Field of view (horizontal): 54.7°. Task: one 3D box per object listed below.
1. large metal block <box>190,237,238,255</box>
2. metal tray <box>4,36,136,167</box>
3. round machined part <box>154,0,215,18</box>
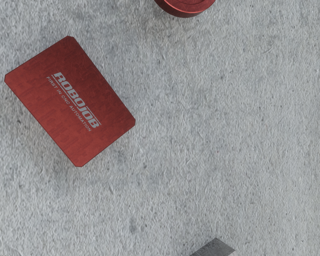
[{"bbox_3d":[0.073,0.214,0.425,0.081,0.050,0.080,-27,99,-18],"label":"large metal block"},{"bbox_3d":[-0.103,-0.030,0.369,0.090,0.030,0.130,-40,103,-16],"label":"metal tray"},{"bbox_3d":[0.027,-0.195,0.411,0.099,0.042,0.097,0,90,-21],"label":"round machined part"}]
